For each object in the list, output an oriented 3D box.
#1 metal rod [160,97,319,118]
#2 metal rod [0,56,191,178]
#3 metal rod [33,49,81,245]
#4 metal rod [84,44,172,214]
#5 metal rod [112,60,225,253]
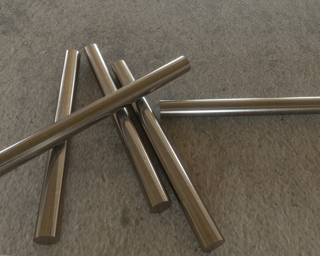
[{"bbox_3d":[0.151,-0.030,0.429,0.302,0.025,0.025,-2,50,-2],"label":"metal rod"},{"bbox_3d":[-0.080,-0.019,0.384,0.302,0.025,0.025,-32,57,-25],"label":"metal rod"},{"bbox_3d":[-0.127,-0.003,0.403,0.025,0.025,0.300,-4,50,-4],"label":"metal rod"},{"bbox_3d":[-0.055,-0.021,0.420,0.025,0.025,0.300,-17,52,-14],"label":"metal rod"},{"bbox_3d":[-0.005,0.011,0.394,0.025,0.025,0.300,-18,52,-15],"label":"metal rod"}]
